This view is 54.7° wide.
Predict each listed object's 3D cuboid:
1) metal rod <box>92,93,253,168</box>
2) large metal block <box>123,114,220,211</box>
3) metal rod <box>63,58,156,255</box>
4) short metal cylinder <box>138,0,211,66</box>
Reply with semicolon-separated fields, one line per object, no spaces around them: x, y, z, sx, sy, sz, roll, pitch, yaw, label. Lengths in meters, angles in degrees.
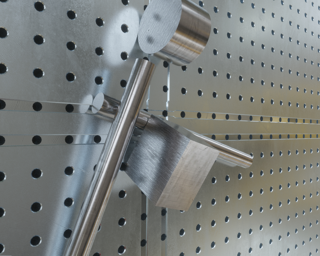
0.040;0.014;0.444;0.302;0.025;0.025;21;77;-38;metal rod
0.011;0.039;0.369;0.050;0.080;0.080;22;99;-38;large metal block
-0.065;0.066;0.335;0.025;0.025;0.299;25;81;-38;metal rod
0.017;-0.124;0.389;0.050;0.080;0.080;13;82;-40;short metal cylinder
